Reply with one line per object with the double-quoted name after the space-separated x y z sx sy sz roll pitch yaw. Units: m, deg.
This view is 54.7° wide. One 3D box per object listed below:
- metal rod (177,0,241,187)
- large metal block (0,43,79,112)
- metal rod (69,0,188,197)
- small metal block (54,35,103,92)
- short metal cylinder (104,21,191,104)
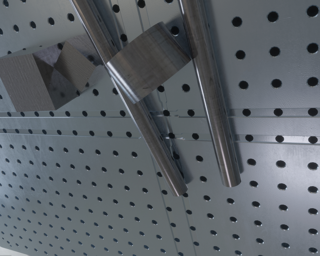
0.052 -0.061 0.345 0.025 0.025 0.298 -3 117 30 "metal rod"
-0.177 -0.071 0.444 0.080 0.050 0.080 0 118 28 "large metal block"
-0.035 -0.035 0.407 0.025 0.025 0.299 -15 111 34 "metal rod"
-0.107 -0.086 0.415 0.050 0.025 0.050 42 129 -1 "small metal block"
-0.013 -0.070 0.339 0.080 0.080 0.050 -31 101 38 "short metal cylinder"
